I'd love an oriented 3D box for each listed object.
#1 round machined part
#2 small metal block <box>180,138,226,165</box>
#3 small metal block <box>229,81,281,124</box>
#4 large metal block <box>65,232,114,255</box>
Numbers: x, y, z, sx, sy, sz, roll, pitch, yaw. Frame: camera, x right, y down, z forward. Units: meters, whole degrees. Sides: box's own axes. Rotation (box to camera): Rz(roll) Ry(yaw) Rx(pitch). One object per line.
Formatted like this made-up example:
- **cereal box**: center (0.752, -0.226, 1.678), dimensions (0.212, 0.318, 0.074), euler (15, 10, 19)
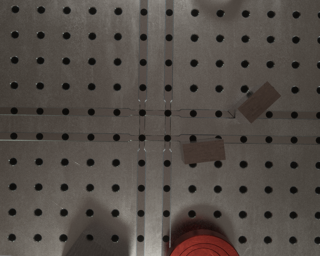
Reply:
- **round machined part**: center (0.055, 0.181, 0.406), dimensions (0.099, 0.042, 0.097), euler (0, 90, -1)
- **small metal block**: center (0.054, 0.029, 0.402), dimensions (0.050, 0.050, 0.025), euler (-7, 90, 0)
- **small metal block**: center (0.121, -0.031, 0.403), dimensions (0.050, 0.050, 0.025), euler (-43, 91, 0)
- **large metal block**: center (-0.089, 0.187, 0.385), dimensions (0.080, 0.080, 0.050), euler (36, 90, -1)
